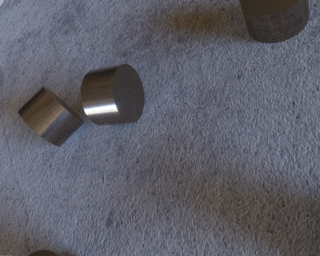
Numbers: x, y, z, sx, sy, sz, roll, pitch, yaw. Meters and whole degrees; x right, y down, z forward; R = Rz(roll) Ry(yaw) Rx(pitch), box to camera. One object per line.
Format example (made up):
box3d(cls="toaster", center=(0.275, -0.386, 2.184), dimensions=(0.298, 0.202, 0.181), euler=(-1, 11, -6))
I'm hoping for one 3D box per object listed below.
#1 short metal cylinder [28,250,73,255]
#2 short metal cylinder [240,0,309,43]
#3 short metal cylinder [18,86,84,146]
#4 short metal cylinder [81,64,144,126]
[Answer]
box3d(cls="short metal cylinder", center=(-0.120, 0.180, 0.340), dimensions=(0.080, 0.050, 0.080), euler=(-13, 56, 21))
box3d(cls="short metal cylinder", center=(0.151, -0.159, 0.406), dimensions=(0.080, 0.050, 0.080), euler=(-13, 56, 21))
box3d(cls="short metal cylinder", center=(-0.162, -0.017, 0.465), dimensions=(0.050, 0.080, 0.080), euler=(-47, 51, -4))
box3d(cls="short metal cylinder", center=(-0.063, -0.045, 0.429), dimensions=(0.050, 0.080, 0.080), euler=(-5, 60, 26))
